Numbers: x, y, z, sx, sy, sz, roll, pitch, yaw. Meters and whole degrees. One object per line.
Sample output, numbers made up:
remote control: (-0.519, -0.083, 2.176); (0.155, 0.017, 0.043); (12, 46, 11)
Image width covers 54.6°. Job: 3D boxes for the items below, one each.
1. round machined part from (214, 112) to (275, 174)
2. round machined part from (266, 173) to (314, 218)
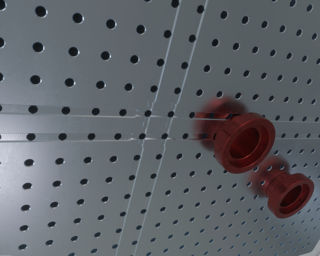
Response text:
round machined part: (0.125, 0.019, 0.479); (0.099, 0.042, 0.097); (-14, 124, -21)
round machined part: (0.253, 0.129, 0.616); (0.099, 0.042, 0.097); (-14, 124, -21)
